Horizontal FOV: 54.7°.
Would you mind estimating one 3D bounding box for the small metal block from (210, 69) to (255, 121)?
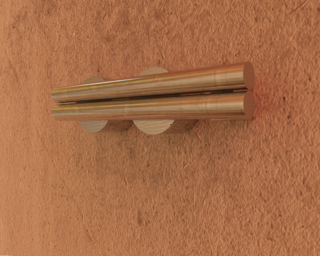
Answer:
[{"bbox_3d":[0.077,-0.033,0.328,0.025,0.050,0.050,-2,88,40],"label":"small metal block"}]

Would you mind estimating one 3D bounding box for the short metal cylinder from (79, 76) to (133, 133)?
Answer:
[{"bbox_3d":[-0.078,-0.033,0.454,0.080,0.050,0.080,0,90,40],"label":"short metal cylinder"}]

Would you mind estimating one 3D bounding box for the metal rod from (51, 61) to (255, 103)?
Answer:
[{"bbox_3d":[-0.036,-0.048,0.370,0.300,0.025,0.025,1,91,40],"label":"metal rod"}]

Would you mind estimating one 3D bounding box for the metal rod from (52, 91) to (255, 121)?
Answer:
[{"bbox_3d":[-0.036,-0.022,0.370,0.300,0.025,0.025,1,91,40],"label":"metal rod"}]

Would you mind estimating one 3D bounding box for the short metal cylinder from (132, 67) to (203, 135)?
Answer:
[{"bbox_3d":[0.007,-0.032,0.385,0.080,0.050,0.080,0,90,40],"label":"short metal cylinder"}]
